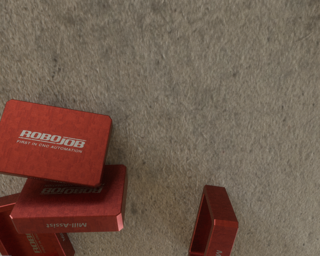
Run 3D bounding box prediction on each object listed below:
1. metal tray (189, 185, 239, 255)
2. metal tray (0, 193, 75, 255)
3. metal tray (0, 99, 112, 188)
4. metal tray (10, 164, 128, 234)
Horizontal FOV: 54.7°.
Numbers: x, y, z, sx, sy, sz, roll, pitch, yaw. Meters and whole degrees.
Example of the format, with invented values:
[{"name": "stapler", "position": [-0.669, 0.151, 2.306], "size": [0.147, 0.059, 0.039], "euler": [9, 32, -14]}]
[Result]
[{"name": "metal tray", "position": [0.070, 0.158, 0.434], "size": [0.030, 0.090, 0.129], "euler": [9, 110, -4]}, {"name": "metal tray", "position": [-0.194, 0.159, 0.463], "size": [0.090, 0.030, 0.129], "euler": [-14, 110, 4]}, {"name": "metal tray", "position": [-0.132, 0.020, 0.387], "size": [0.131, 0.030, 0.090], "euler": [10, 72, -4]}, {"name": "metal tray", "position": [-0.111, 0.090, 0.404], "size": [0.131, 0.090, 0.030], "euler": [-1, 125, 0]}]
